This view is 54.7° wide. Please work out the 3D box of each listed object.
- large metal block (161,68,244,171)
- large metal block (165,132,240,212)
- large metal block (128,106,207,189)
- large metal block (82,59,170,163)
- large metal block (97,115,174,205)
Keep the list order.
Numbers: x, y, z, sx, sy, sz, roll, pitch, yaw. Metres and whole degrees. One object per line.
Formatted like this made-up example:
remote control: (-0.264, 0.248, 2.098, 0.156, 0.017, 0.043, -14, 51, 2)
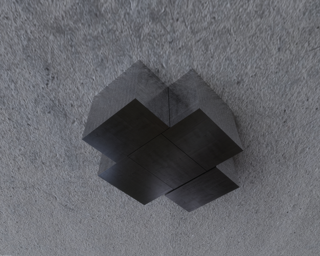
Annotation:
large metal block: (0.047, -0.010, 0.365, 0.050, 0.080, 0.080, -35, 122, 25)
large metal block: (0.052, 0.054, 0.420, 0.080, 0.080, 0.050, -34, 122, 25)
large metal block: (0.009, 0.015, 0.387, 0.050, 0.080, 0.080, -35, 122, 25)
large metal block: (-0.037, -0.020, 0.356, 0.080, 0.080, 0.050, -34, 122, 25)
large metal block: (-0.029, 0.041, 0.408, 0.050, 0.080, 0.080, -35, 122, 25)
